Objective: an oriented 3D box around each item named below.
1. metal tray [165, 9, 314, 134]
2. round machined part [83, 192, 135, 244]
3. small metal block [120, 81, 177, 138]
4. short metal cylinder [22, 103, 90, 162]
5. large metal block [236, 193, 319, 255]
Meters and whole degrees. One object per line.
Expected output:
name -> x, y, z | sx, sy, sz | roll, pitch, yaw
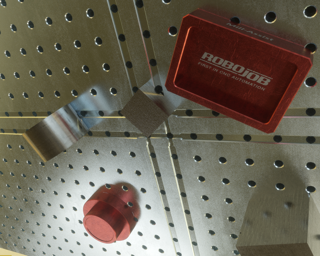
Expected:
metal tray -> 0.078, -0.060, 0.329 | 0.130, 0.030, 0.089 | 25, 127, 12
round machined part -> -0.097, 0.166, 0.552 | 0.098, 0.042, 0.097 | 13, 124, 20
small metal block -> -0.016, -0.023, 0.404 | 0.050, 0.025, 0.050 | 43, 129, -2
short metal cylinder -> -0.153, 0.006, 0.458 | 0.080, 0.080, 0.050 | -25, 105, 36
large metal block -> 0.149, 0.130, 0.377 | 0.080, 0.080, 0.050 | -19, 108, 35
